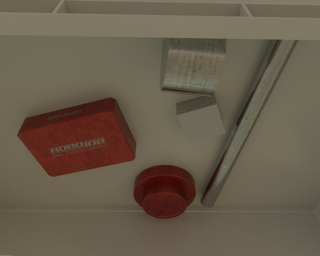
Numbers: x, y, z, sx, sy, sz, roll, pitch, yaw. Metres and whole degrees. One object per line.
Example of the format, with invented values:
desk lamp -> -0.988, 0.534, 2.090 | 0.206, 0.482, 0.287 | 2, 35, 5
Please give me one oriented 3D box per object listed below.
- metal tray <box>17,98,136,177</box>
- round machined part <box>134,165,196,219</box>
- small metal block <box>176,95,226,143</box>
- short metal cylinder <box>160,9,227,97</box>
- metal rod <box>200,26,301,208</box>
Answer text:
metal tray -> -0.108, 0.016, 0.418 | 0.131, 0.030, 0.090 | -13, 129, 10
round machined part -> 0.007, 0.107, 0.489 | 0.099, 0.042, 0.097 | -1, 130, 0
small metal block -> 0.053, -0.012, 0.400 | 0.050, 0.025, 0.050 | -16, 129, 12
short metal cylinder -> 0.030, -0.074, 0.311 | 0.050, 0.080, 0.079 | 6, 130, -5
metal rod -> 0.107, 0.010, 0.419 | 0.025, 0.025, 0.298 | 8, 130, -8
